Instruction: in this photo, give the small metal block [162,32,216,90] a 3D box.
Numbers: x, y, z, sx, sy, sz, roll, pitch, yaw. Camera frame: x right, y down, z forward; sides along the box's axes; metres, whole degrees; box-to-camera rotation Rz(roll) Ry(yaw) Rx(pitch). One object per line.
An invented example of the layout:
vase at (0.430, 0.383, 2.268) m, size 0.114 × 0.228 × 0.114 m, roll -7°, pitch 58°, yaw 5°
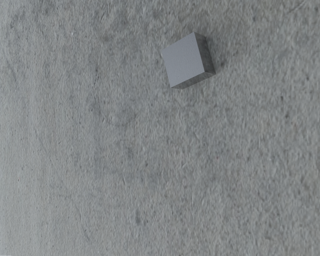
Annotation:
small metal block at (0.034, -0.080, 0.375) m, size 0.050 × 0.025 × 0.050 m, roll -21°, pitch 77°, yaw 37°
